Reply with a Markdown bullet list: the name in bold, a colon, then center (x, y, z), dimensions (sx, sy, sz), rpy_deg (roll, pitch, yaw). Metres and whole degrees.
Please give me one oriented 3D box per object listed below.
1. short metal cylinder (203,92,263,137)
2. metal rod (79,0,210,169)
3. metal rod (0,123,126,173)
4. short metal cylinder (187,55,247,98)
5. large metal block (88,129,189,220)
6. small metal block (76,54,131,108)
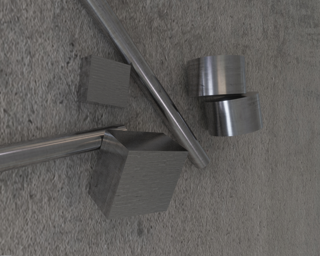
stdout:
- **short metal cylinder**: center (0.109, -0.022, 0.460), dimensions (0.081, 0.080, 0.050), rpy_deg (-19, 102, -38)
- **metal rod**: center (-0.016, -0.059, 0.391), dimensions (0.025, 0.025, 0.299), rpy_deg (-50, 120, -28)
- **metal rod**: center (-0.159, 0.031, 0.270), dimensions (0.302, 0.025, 0.025), rpy_deg (-12, 98, -39)
- **short metal cylinder**: center (0.079, -0.070, 0.435), dimensions (0.081, 0.080, 0.050), rpy_deg (-6, 94, -40)
- **large metal block**: center (-0.025, 0.050, 0.349), dimensions (0.081, 0.050, 0.079), rpy_deg (4, 111, -40)
- **small metal block**: center (-0.063, -0.051, 0.351), dimensions (0.050, 0.025, 0.050), rpy_deg (9, 85, -40)
